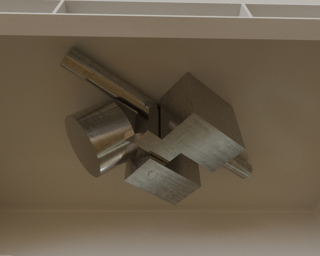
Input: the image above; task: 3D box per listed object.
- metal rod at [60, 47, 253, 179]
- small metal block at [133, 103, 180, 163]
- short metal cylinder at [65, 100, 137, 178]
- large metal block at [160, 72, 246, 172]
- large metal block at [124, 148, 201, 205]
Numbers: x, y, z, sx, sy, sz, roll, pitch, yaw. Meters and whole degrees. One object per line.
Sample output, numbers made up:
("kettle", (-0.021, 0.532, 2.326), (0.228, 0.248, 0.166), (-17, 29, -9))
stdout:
("metal rod", (0.013, -0.007, 0.403), (0.301, 0.025, 0.025), (32, 123, -25))
("small metal block", (-0.002, 0.006, 0.366), (0.050, 0.050, 0.025), (33, 122, -25))
("short metal cylinder", (-0.072, 0.012, 0.373), (0.050, 0.080, 0.079), (-28, 138, -30))
("large metal block", (0.048, -0.007, 0.367), (0.080, 0.080, 0.050), (33, 123, -25))
("large metal block", (0.004, 0.042, 0.408), (0.080, 0.080, 0.050), (32, 123, -25))
